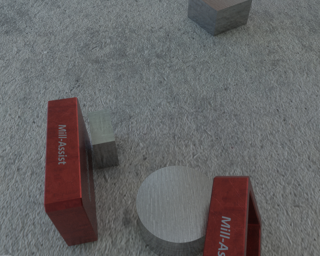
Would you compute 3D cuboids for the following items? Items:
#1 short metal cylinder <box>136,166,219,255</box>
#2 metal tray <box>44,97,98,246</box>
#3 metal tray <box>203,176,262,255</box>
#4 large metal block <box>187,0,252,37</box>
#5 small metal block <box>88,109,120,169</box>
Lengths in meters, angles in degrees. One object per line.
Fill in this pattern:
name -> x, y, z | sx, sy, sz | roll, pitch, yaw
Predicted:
short metal cylinder -> 0.017, 0.086, 0.315 | 0.081, 0.050, 0.080 | 0, 50, 0
metal tray -> -0.091, 0.043, 0.324 | 0.030, 0.090, 0.130 | -9, 51, -7
metal tray -> 0.063, 0.117, 0.260 | 0.030, 0.090, 0.130 | -4, 47, 24
large metal block -> 0.109, -0.223, 0.575 | 0.081, 0.050, 0.080 | -26, 55, -20
small metal block -> -0.068, 0.014, 0.375 | 0.025, 0.050, 0.050 | -11, 51, -9
